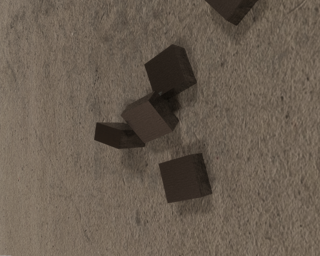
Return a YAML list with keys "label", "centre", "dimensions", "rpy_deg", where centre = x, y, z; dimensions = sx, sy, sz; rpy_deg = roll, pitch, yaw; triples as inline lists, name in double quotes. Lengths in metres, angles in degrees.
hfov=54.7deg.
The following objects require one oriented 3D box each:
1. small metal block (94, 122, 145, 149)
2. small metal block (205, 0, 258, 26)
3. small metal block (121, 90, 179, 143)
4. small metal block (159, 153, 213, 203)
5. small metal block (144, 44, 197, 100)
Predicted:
- label: "small metal block"
  centre: [-0.054, 0.010, 0.431]
  dimensions: [0.050, 0.050, 0.025]
  rpy_deg: [16, 100, 38]
- label: "small metal block"
  centre: [0.079, -0.150, 0.338]
  dimensions: [0.050, 0.025, 0.050]
  rpy_deg: [-50, 61, 28]
- label: "small metal block"
  centre: [-0.013, -0.013, 0.397]
  dimensions: [0.050, 0.025, 0.050]
  rpy_deg: [-24, 114, 37]
- label: "small metal block"
  centre: [0.030, 0.061, 0.378]
  dimensions: [0.050, 0.025, 0.050]
  rpy_deg: [-21, 77, 37]
- label: "small metal block"
  centre: [0.013, -0.069, 0.393]
  dimensions: [0.050, 0.025, 0.050]
  rpy_deg: [-28, 73, 36]
